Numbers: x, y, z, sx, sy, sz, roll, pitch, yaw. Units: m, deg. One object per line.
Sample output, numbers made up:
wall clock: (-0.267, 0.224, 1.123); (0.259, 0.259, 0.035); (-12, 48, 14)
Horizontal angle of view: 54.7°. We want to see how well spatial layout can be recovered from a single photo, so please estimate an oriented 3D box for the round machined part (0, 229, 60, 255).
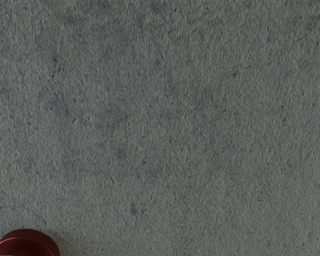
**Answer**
round machined part: (-0.209, 0.208, 0.475); (0.099, 0.042, 0.097); (0, 110, -1)
